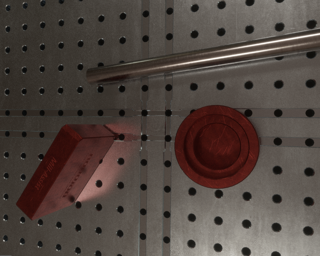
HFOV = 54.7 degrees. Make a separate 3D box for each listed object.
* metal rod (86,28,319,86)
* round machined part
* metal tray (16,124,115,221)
[{"bbox_3d":[0.042,-0.087,0.397,0.301,0.025,0.025,-5,88,19],"label":"metal rod"},{"bbox_3d":[0.071,0.022,0.378,0.098,0.042,0.097,0,90,19],"label":"round machined part"},{"bbox_3d":[-0.124,0.056,0.420,0.030,0.090,0.129,37,102,16],"label":"metal tray"}]
